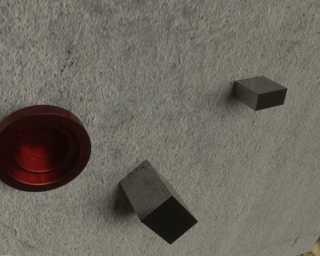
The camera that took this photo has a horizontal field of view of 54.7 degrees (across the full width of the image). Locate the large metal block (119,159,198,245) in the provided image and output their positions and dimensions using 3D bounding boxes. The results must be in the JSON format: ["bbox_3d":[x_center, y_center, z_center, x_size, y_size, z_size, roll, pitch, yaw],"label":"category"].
[{"bbox_3d":[-0.002,0.103,0.436,0.050,0.080,0.080,-40,130,-2],"label":"large metal block"}]

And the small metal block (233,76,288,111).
[{"bbox_3d":[0.141,-0.050,0.439,0.050,0.050,0.025,-13,124,-22],"label":"small metal block"}]

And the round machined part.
[{"bbox_3d":[-0.129,0.018,0.337,0.099,0.042,0.097,-14,125,-21],"label":"round machined part"}]
